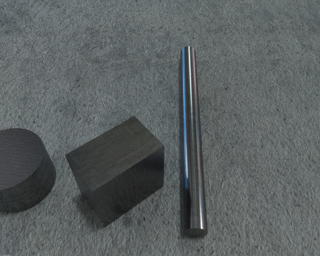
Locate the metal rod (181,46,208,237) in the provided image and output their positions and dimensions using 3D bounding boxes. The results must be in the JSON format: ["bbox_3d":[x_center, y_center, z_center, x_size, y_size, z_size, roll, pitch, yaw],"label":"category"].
[{"bbox_3d":[0.041,-0.008,0.410,0.025,0.025,0.300,2,50,1],"label":"metal rod"}]

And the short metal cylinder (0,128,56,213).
[{"bbox_3d":[-0.164,0.047,0.346,0.081,0.050,0.080,0,50,0],"label":"short metal cylinder"}]

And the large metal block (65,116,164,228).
[{"bbox_3d":[-0.043,0.047,0.328,0.081,0.080,0.050,-31,57,-24],"label":"large metal block"}]
